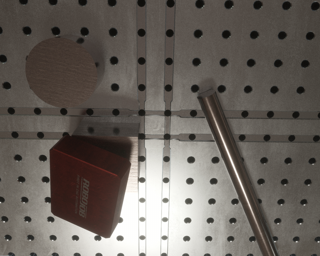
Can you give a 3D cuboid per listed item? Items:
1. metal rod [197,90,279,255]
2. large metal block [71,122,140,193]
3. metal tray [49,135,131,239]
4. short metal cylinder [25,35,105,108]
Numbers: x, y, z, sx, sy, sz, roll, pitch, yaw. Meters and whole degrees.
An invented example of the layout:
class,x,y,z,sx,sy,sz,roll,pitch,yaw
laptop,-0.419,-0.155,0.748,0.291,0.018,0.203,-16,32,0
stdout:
class,x,y,z,sx,sy,sz,roll,pitch,yaw
metal rod,0.120,0.084,0.446,0.025,0.025,0.299,-23,109,8
large metal block,-0.068,0.038,0.413,0.081,0.050,0.079,1,110,-1
metal tray,-0.092,0.079,0.396,0.090,0.030,0.129,21,129,8
short metal cylinder,-0.111,-0.070,0.373,0.081,0.050,0.079,0,110,-1
